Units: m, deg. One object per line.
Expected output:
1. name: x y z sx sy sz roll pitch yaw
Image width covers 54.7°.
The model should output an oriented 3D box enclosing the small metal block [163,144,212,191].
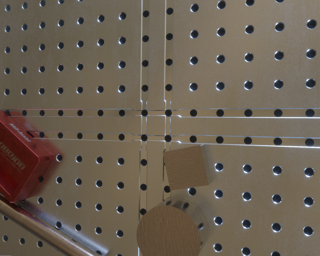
1. small metal block: 0.036 0.050 0.399 0.050 0.025 0.050 -12 86 19

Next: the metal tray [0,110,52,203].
1. metal tray: -0.244 0.043 0.493 0.130 0.030 0.090 38 102 15

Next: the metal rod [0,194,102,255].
1. metal rod: -0.220 0.138 0.488 0.301 0.025 0.025 23 98 18

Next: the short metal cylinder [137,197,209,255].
1. short metal cylinder: 0.017 0.132 0.392 0.080 0.050 0.079 0 90 19
